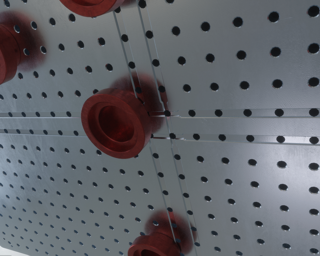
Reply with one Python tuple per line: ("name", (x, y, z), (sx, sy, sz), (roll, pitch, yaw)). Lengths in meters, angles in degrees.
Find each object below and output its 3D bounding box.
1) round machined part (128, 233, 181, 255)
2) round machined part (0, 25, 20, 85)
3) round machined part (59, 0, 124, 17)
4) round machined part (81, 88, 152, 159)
("round machined part", (-0.003, 0.223, 0.540), (0.098, 0.042, 0.097), (13, 124, 21))
("round machined part", (-0.251, -0.115, 0.462), (0.098, 0.042, 0.097), (13, 124, 21))
("round machined part", (-0.072, -0.173, 0.332), (0.098, 0.042, 0.097), (13, 124, 21))
("round machined part", (-0.055, -0.010, 0.424), (0.098, 0.042, 0.097), (13, 124, 21))
